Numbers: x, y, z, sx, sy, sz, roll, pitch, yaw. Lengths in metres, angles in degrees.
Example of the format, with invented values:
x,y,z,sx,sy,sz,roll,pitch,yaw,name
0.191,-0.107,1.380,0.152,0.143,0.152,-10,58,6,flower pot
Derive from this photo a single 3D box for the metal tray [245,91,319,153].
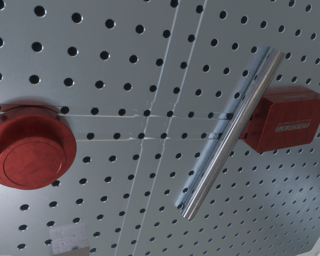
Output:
x,y,z,sx,sy,sz,roll,pitch,yaw,name
0.212,-0.011,0.518,0.131,0.030,0.089,-7,122,-25,metal tray

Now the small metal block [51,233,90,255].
x,y,z,sx,sy,sz,roll,pitch,yaw,name
-0.132,0.187,0.455,0.050,0.025,0.050,-4,121,-27,small metal block

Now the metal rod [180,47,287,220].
x,y,z,sx,sy,sz,roll,pitch,yaw,name
0.106,0.020,0.481,0.025,0.025,0.298,12,112,-34,metal rod

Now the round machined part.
x,y,z,sx,sy,sz,roll,pitch,yaw,name
-0.141,0.029,0.341,0.099,0.042,0.097,-14,124,-21,round machined part
